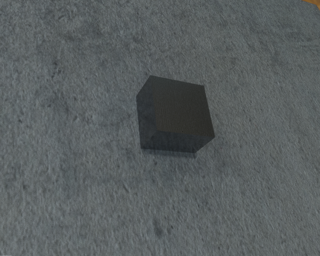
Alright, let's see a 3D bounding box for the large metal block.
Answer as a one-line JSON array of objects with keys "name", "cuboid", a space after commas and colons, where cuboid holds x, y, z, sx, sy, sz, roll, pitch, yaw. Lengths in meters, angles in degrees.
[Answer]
[{"name": "large metal block", "cuboid": [0.018, -0.016, 0.409, 0.081, 0.050, 0.080, 7, 59, -25]}]
